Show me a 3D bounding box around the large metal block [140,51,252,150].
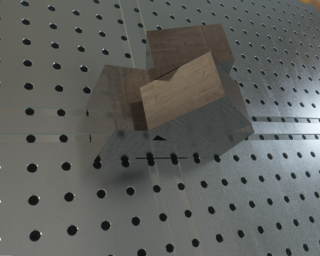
[{"bbox_3d":[0.039,-0.023,0.323,0.080,0.080,0.050,30,42,-54],"label":"large metal block"}]

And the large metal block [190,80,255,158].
[{"bbox_3d":[0.071,-0.012,0.420,0.050,0.080,0.080,4,60,-27],"label":"large metal block"}]

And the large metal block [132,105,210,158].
[{"bbox_3d":[0.007,-0.008,0.400,0.081,0.050,0.080,3,61,-27],"label":"large metal block"}]

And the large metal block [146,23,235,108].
[{"bbox_3d":[0.028,-0.066,0.348,0.081,0.080,0.050,-8,64,-7],"label":"large metal block"}]

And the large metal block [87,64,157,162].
[{"bbox_3d":[-0.046,-0.014,0.358,0.050,0.080,0.080,2,61,-28],"label":"large metal block"}]
